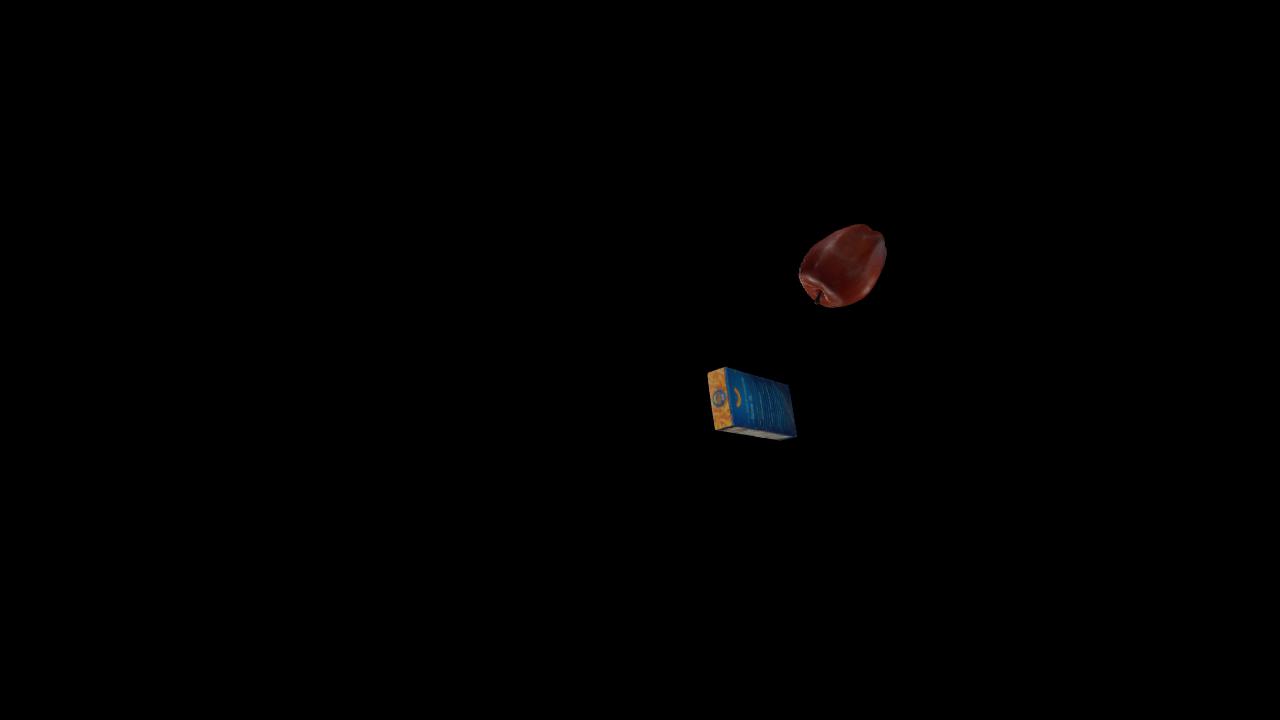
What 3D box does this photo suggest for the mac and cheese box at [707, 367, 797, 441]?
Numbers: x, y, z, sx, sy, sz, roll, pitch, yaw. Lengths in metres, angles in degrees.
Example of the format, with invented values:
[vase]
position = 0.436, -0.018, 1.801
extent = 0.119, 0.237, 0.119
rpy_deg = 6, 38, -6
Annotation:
[mac and cheese box]
position = 0.180, 0.073, 0.971
extent = 0.041, 0.093, 0.184
rpy_deg = -20, -25, 40

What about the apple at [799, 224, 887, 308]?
[apple]
position = 0.211, -0.096, 0.642
extent = 0.079, 0.093, 0.079
rpy_deg = 41, 1, -1
